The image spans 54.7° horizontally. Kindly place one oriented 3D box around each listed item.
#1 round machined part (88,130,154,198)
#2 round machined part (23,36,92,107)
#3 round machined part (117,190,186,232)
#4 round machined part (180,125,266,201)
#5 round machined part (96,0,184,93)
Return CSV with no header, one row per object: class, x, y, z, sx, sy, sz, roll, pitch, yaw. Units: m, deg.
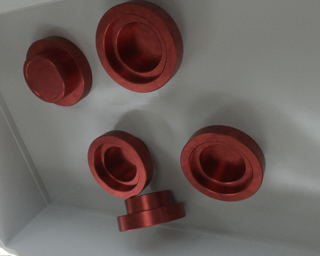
round machined part,-0.052,0.048,0.447,0.098,0.042,0.097,11,115,25
round machined part,-0.147,-0.073,0.428,0.098,0.042,0.097,13,124,20
round machined part,-0.014,0.118,0.452,0.098,0.099,0.042,-23,73,36
round machined part,0.078,0.039,0.380,0.098,0.042,0.097,13,124,20
round machined part,-0.019,-0.093,0.349,0.098,0.042,0.097,13,124,20
